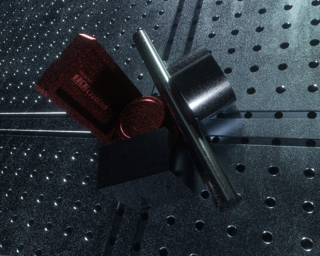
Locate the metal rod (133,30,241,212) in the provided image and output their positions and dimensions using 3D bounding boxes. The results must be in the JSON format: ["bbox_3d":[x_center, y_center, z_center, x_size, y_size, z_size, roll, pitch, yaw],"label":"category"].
[{"bbox_3d":[0.018,-0.033,0.391,0.025,0.025,0.300,-31,52,8],"label":"metal rod"}]

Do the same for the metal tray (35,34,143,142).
[{"bbox_3d":[-0.087,-0.048,0.415,0.030,0.130,0.090,31,79,37],"label":"metal tray"}]

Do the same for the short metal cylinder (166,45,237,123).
[{"bbox_3d":[0.049,-0.053,0.377,0.050,0.080,0.080,-32,52,7],"label":"short metal cylinder"}]

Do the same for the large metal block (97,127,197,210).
[{"bbox_3d":[-0.013,0.049,0.348,0.080,0.080,0.050,-18,55,18],"label":"large metal block"}]

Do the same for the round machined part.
[{"bbox_3d":[-0.017,-0.002,0.406,0.098,0.042,0.098,-13,56,20],"label":"round machined part"}]
